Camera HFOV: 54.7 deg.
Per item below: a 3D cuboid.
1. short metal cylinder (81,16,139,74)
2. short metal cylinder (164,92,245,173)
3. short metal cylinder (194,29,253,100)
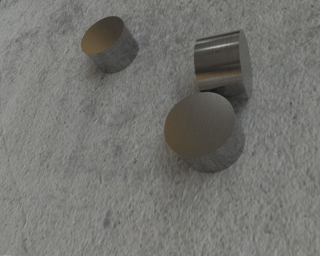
[{"bbox_3d":[-0.082,-0.137,0.513,0.080,0.050,0.080,-13,56,20],"label":"short metal cylinder"},{"bbox_3d":[0.052,0.006,0.355,0.080,0.050,0.080,-13,58,21],"label":"short metal cylinder"},{"bbox_3d":[0.078,-0.072,0.371,0.050,0.080,0.080,-6,59,25],"label":"short metal cylinder"}]
